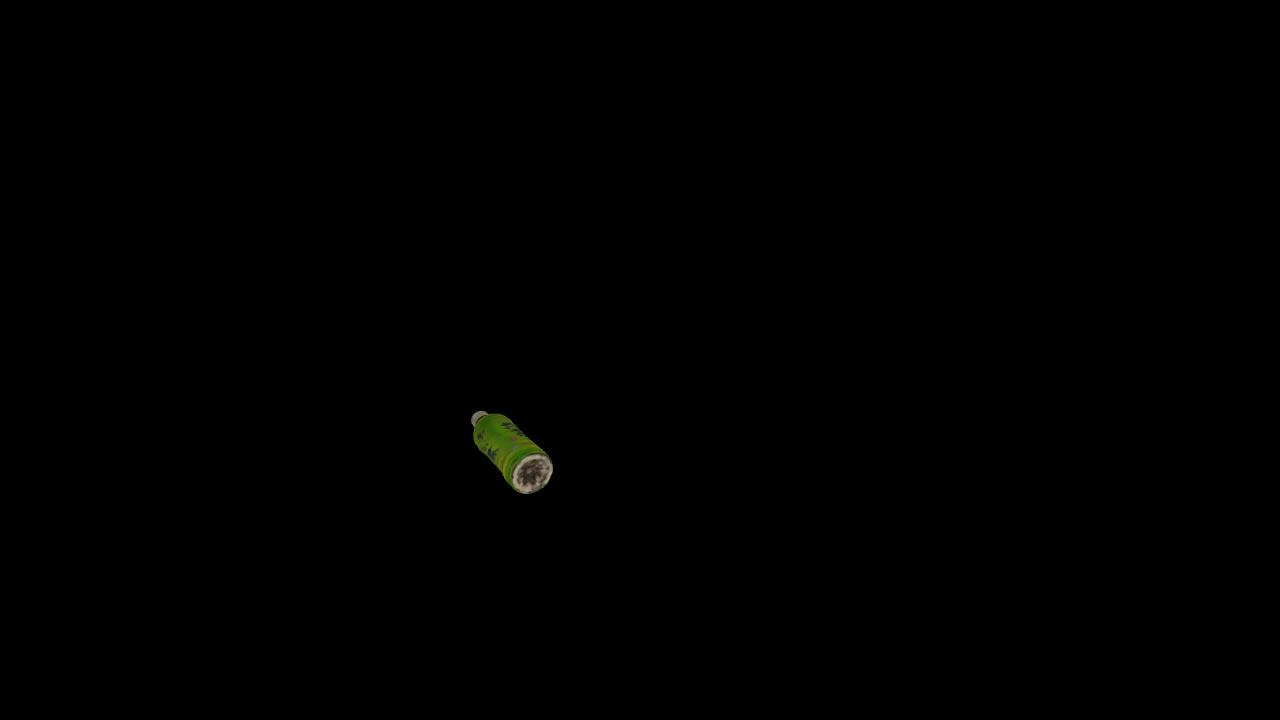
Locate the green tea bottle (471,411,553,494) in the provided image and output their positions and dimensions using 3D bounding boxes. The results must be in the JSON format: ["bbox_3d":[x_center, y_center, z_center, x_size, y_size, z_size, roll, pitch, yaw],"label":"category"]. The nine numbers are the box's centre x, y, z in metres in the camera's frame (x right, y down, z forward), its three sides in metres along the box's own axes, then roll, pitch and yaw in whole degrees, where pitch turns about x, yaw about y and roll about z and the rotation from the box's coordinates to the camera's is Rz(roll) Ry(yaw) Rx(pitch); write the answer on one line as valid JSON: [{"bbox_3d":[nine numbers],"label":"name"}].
[{"bbox_3d":[-0.213,0.134,0.967,0.073,0.073,0.212,0,16,-37],"label":"green tea bottle"}]
